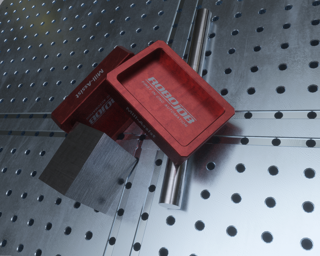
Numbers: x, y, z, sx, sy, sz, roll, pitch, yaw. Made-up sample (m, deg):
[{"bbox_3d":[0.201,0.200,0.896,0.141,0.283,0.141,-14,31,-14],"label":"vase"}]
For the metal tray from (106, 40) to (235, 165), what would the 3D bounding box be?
[{"bbox_3d":[0.011,-0.033,0.364,0.090,0.030,0.130,-40,79,-23],"label":"metal tray"}]

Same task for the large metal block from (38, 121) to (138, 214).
[{"bbox_3d":[-0.085,0.051,0.385,0.050,0.080,0.080,19,72,35],"label":"large metal block"}]

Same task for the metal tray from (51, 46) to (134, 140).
[{"bbox_3d":[-0.069,-0.035,0.422,0.130,0.090,0.030,-48,52,-5],"label":"metal tray"}]

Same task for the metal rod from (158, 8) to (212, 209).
[{"bbox_3d":[0.039,-0.044,0.413,0.025,0.025,0.299,-2,61,27],"label":"metal rod"}]

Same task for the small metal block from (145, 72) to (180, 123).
[{"bbox_3d":[0.004,-0.039,0.413,0.025,0.050,0.050,-1,62,28],"label":"small metal block"}]
